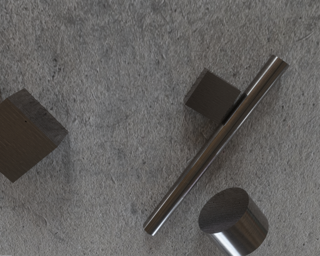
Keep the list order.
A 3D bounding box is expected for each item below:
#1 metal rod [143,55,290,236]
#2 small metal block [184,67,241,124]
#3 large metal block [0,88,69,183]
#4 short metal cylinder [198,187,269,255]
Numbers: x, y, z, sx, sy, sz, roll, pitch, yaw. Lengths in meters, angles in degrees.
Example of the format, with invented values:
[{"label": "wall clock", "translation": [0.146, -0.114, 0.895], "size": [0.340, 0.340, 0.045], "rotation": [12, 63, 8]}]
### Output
[{"label": "metal rod", "translation": [0.067, 0.034, 0.423], "size": [0.025, 0.025, 0.299], "rotation": [31, 107, -11]}, {"label": "small metal block", "translation": [0.066, -0.041, 0.396], "size": [0.050, 0.025, 0.050], "rotation": [30, 107, -11]}, {"label": "large metal block", "translation": [-0.181, 0.009, 0.397], "size": [0.080, 0.050, 0.080], "rotation": [-38, 106, 12]}, {"label": "short metal cylinder", "translation": [0.101, 0.130, 0.430], "size": [0.080, 0.080, 0.050], "rotation": [-36, 107, 12]}]
